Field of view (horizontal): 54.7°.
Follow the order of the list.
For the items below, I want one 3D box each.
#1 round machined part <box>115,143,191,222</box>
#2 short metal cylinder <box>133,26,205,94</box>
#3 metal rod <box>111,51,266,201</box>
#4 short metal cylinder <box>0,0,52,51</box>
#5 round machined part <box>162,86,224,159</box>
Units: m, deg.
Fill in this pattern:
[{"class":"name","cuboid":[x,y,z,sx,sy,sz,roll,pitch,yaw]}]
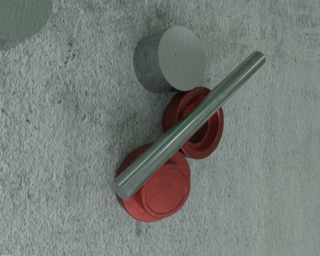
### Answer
[{"class":"round machined part","cuboid":[-0.002,0.070,0.380,0.099,0.042,0.097,-7,104,-29]},{"class":"short metal cylinder","cuboid":[0.013,-0.086,0.401,0.081,0.050,0.079,0,90,-40]},{"class":"metal rod","cuboid":[0.054,-0.021,0.393,0.302,0.025,0.025,-42,116,-32]},{"class":"short metal cylinder","cuboid":[-0.143,-0.112,0.269,0.081,0.050,0.079,0,90,-40]},{"class":"round machined part","cuboid":[0.042,-0.008,0.429,0.099,0.042,0.097,-4,96,-42]}]
